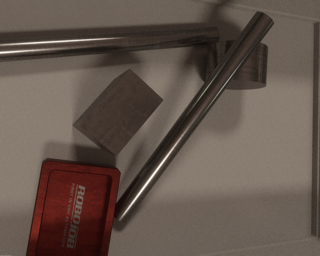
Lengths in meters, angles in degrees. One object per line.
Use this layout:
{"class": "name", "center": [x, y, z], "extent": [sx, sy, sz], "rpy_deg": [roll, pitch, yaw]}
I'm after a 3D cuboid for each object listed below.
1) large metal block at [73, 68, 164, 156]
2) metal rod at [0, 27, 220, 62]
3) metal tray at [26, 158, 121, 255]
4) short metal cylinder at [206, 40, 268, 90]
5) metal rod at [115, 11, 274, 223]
{"class": "large metal block", "center": [-0.052, -0.017, 0.363], "extent": [0.050, 0.080, 0.080], "rpy_deg": [43, 76, -16]}
{"class": "metal rod", "center": [-0.062, -0.107, 0.388], "extent": [0.303, 0.025, 0.025], "rpy_deg": [-10, 94, -20]}
{"class": "metal tray", "center": [-0.103, 0.106, 0.370], "extent": [0.091, 0.030, 0.129], "rpy_deg": [10, 87, -20]}
{"class": "short metal cylinder", "center": [0.104, -0.083, 0.421], "extent": [0.081, 0.080, 0.050], "rpy_deg": [4, 89, -20]}
{"class": "metal rod", "center": [0.036, -0.009, 0.379], "extent": [0.025, 0.025, 0.299], "rpy_deg": [34, 96, -17]}
